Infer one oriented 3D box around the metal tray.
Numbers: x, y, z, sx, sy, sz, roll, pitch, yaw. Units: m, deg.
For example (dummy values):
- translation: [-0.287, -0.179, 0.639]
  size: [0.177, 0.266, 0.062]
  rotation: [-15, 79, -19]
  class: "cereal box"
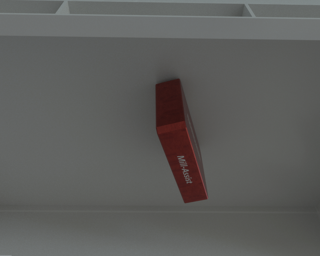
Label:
- translation: [0.027, 0.018, 0.378]
  size: [0.030, 0.090, 0.130]
  rotation: [-13, 129, 9]
  class: "metal tray"
